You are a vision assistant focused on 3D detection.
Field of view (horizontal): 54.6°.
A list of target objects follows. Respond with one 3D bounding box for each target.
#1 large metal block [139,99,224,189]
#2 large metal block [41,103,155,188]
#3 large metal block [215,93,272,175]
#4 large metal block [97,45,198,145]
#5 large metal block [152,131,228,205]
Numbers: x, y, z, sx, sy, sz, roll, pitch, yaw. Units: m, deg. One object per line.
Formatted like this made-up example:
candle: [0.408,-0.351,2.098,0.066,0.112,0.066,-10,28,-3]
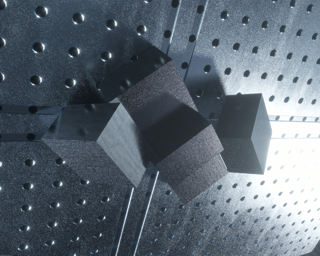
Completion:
large metal block: [0.019,0.015,0.394,0.080,0.080,0.050,-36,131,-4]
large metal block: [-0.065,0.019,0.342,0.080,0.080,0.050,58,45,-39]
large metal block: [0.120,0.009,0.438,0.080,0.050,0.080,58,44,-39]
large metal block: [-0.013,-0.035,0.365,0.080,0.050,0.080,-35,130,-3]
large metal block: [0.041,0.051,0.448,0.080,0.050,0.080,-35,128,-5]
